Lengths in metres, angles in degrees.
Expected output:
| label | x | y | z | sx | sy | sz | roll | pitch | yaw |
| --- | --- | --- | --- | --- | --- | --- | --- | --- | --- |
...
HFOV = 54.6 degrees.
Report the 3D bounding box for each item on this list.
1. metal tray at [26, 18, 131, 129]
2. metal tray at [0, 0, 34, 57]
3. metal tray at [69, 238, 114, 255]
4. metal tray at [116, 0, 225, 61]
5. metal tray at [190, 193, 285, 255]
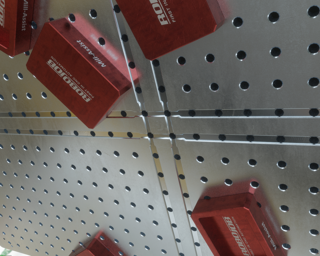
| label | x | y | z | sx | sy | sz | roll | pitch | yaw |
| --- | --- | --- | --- | --- | --- | --- | --- | --- | --- |
| metal tray | -0.113 | -0.071 | 0.425 | 0.130 | 0.030 | 0.090 | 44 | 129 | -3 |
| metal tray | -0.217 | -0.174 | 0.415 | 0.090 | 0.030 | 0.129 | 32 | 129 | 7 |
| metal tray | -0.146 | 0.297 | 0.670 | 0.090 | 0.030 | 0.129 | 46 | 129 | -4 |
| metal tray | -0.002 | -0.146 | 0.319 | 0.090 | 0.030 | 0.130 | -17 | 110 | 35 |
| metal tray | 0.113 | 0.158 | 0.446 | 0.090 | 0.030 | 0.130 | -19 | 109 | 35 |
